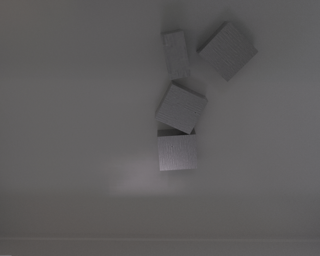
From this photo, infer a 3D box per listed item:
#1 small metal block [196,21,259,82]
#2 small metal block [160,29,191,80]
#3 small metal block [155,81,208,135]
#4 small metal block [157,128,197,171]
[{"bbox_3d":[0.081,-0.093,0.377,0.050,0.025,0.050,41,105,-14],"label":"small metal block"},{"bbox_3d":[0.018,-0.088,0.366,0.025,0.050,0.050,-11,110,4],"label":"small metal block"},{"bbox_3d":[0.027,-0.027,0.401,0.050,0.025,0.050,24,108,-9],"label":"small metal block"},{"bbox_3d":[0.023,0.029,0.422,0.050,0.025,0.050,-4,110,1],"label":"small metal block"}]
